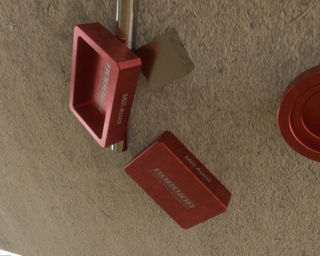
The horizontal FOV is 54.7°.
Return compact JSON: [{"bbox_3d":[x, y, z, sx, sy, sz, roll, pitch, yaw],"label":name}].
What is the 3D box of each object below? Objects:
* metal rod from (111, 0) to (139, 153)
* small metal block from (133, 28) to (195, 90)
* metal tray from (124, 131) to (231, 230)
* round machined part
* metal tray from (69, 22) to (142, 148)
[{"bbox_3d":[-0.042,-0.094,0.369,0.025,0.025,0.298,20,126,16],"label":"metal rod"},{"bbox_3d":[0.004,-0.078,0.355,0.050,0.025,0.050,-19,109,35],"label":"small metal block"},{"bbox_3d":[0.024,0.077,0.437,0.130,0.030,0.090,46,129,-4],"label":"metal tray"},{"bbox_3d":[0.167,-0.017,0.297,0.098,0.042,0.097,13,124,20],"label":"round machined part"},{"bbox_3d":[-0.073,-0.050,0.382,0.090,0.030,0.129,45,138,26],"label":"metal tray"}]
